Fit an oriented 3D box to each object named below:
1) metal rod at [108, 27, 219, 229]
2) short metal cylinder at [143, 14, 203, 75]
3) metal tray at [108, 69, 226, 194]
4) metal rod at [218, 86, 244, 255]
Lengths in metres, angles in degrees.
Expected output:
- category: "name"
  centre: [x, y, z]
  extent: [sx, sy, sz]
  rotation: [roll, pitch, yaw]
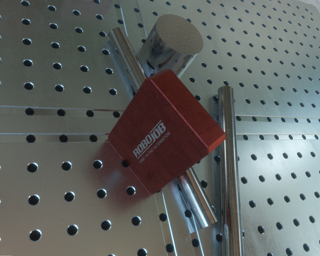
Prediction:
- category: "metal rod"
  centre: [-0.003, -0.013, 0.415]
  extent: [0.025, 0.025, 0.299]
  rotation: [-14, 69, -34]
- category: "short metal cylinder"
  centre: [0.020, -0.129, 0.484]
  extent: [0.081, 0.050, 0.080]
  rotation: [14, 56, -21]
- category: "metal tray"
  centre: [-0.001, 0.010, 0.335]
  extent: [0.030, 0.129, 0.090]
  rotation: [-34, 81, -38]
- category: "metal rod"
  centre: [0.094, 0.064, 0.422]
  extent: [0.025, 0.025, 0.300]
  rotation: [18, 54, -18]
